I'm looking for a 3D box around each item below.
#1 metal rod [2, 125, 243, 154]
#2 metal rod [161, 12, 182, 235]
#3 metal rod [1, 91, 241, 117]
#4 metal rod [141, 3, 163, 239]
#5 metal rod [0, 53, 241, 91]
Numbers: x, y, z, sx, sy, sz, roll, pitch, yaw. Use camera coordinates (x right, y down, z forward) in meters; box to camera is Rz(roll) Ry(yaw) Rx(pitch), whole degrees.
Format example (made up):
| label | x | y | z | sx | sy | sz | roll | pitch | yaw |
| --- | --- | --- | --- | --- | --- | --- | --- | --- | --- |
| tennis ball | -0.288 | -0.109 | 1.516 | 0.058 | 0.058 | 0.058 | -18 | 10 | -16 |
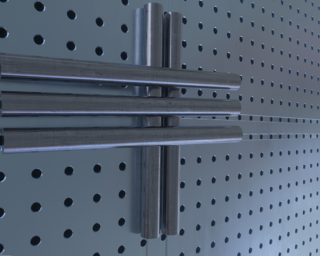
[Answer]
| label | x | y | z | sx | sy | sz | roll | pitch | yaw |
| --- | --- | --- | --- | --- | --- | --- | --- | --- | --- |
| metal rod | -0.018 | 0.010 | 0.368 | 0.303 | 0.025 | 0.025 | -1 | 91 | -32 |
| metal rod | 0.016 | -0.006 | 0.425 | 0.025 | 0.025 | 0.298 | 1 | 89 | -40 |
| metal rod | -0.020 | -0.026 | 0.368 | 0.303 | 0.025 | 0.025 | -2 | 91 | -32 |
| metal rod | -0.010 | -0.010 | 0.403 | 0.025 | 0.025 | 0.298 | 1 | 89 | -40 |
| metal rod | -0.020 | -0.062 | 0.367 | 0.303 | 0.025 | 0.025 | -2 | 92 | -32 |
